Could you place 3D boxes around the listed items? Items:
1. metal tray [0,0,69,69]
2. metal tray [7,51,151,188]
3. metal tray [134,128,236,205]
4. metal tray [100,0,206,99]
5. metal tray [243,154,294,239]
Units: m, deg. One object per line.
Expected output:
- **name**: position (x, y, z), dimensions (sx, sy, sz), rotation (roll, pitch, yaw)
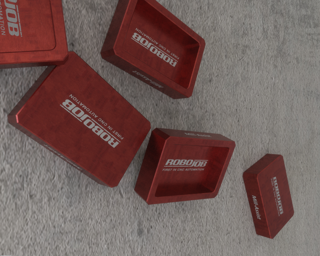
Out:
- **metal tray**: position (-0.134, -0.119, 0.267), dimensions (0.091, 0.030, 0.129), rotation (-8, 96, -17)
- **metal tray**: position (-0.079, -0.006, 0.335), dimensions (0.130, 0.030, 0.090), rotation (43, 64, -31)
- **metal tray**: position (0.037, 0.051, 0.412), dimensions (0.131, 0.030, 0.089), rotation (6, 107, -40)
- **metal tray**: position (-0.003, -0.103, 0.398), dimensions (0.131, 0.030, 0.090), rotation (25, 74, -37)
- **metal tray**: position (0.202, 0.123, 0.571), dimensions (0.091, 0.030, 0.129), rotation (-27, 107, -37)
